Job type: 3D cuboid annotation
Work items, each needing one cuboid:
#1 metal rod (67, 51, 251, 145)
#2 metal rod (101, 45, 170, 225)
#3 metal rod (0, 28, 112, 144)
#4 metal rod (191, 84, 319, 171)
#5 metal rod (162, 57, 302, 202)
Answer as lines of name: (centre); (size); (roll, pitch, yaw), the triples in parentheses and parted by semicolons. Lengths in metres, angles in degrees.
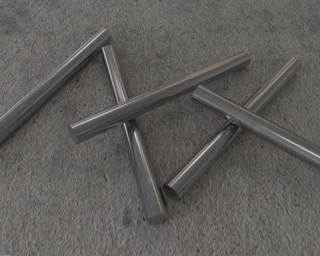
metal rod: (0.019, -0.052, 0.424); (0.302, 0.025, 0.025); (-27, 55, -30)
metal rod: (-0.043, -0.015, 0.415); (0.025, 0.025, 0.300); (-12, 51, -10)
metal rod: (-0.163, -0.059, 0.451); (0.025, 0.025, 0.301); (22, 53, 17)
metal rod: (0.172, 0.028, 0.359); (0.301, 0.025, 0.025); (30, 56, 15)
metal rod: (0.112, -0.014, 0.415); (0.025, 0.025, 0.302); (34, 58, 25)
